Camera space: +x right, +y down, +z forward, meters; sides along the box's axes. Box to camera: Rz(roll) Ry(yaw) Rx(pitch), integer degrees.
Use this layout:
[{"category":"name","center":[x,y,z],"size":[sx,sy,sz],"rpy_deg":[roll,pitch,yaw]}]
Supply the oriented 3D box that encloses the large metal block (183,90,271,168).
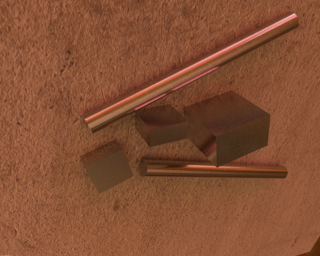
[{"category":"large metal block","center":[0.088,-0.002,0.420],"size":[0.081,0.080,0.050],"rpy_deg":[-21,127,-17]}]

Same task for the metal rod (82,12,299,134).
[{"category":"metal rod","center":[0.047,-0.074,0.387],"size":[0.302,0.025,0.025],"rpy_deg":[-28,128,-11]}]

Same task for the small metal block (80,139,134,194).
[{"category":"small metal block","center":[-0.068,0.050,0.402],"size":[0.050,0.025,0.050],"rpy_deg":[-26,128,-12]}]

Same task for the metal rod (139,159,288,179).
[{"category":"metal rod","center":[0.104,0.070,0.509],"size":[0.302,0.025,0.025],"rpy_deg":[7,115,-32]}]

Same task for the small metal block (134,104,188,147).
[{"category":"small metal block","center":[0.001,-0.005,0.390],"size":[0.050,0.050,0.025],"rpy_deg":[-12,124,-22]}]
